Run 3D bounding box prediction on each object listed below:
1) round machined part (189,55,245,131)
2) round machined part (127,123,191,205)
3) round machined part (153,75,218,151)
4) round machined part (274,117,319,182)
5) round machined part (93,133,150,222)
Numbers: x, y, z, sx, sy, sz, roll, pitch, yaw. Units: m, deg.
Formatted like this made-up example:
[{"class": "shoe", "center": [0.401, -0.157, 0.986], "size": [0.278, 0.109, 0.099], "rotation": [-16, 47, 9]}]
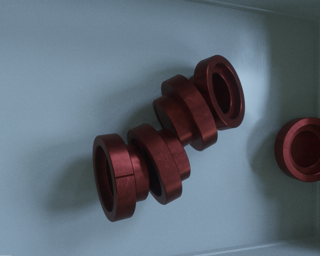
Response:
[{"class": "round machined part", "center": [0.072, -0.044, 0.414], "size": [0.099, 0.042, 0.098], "rotation": [19, 64, -46]}, {"class": "round machined part", "center": [0.001, 0.039, 0.373], "size": [0.042, 0.098, 0.098], "rotation": [-24, 98, -19]}, {"class": "round machined part", "center": [0.026, -0.013, 0.383], "size": [0.042, 0.098, 0.098], "rotation": [-29, 100, -10]}, {"class": "round machined part", "center": [0.221, 0.032, 0.481], "size": [0.099, 0.042, 0.097], "rotation": [0, 90, -14]}, {"class": "round machined part", "center": [-0.044, 0.054, 0.356], "size": [0.042, 0.098, 0.097], "rotation": [-8, 93, -24]}]
